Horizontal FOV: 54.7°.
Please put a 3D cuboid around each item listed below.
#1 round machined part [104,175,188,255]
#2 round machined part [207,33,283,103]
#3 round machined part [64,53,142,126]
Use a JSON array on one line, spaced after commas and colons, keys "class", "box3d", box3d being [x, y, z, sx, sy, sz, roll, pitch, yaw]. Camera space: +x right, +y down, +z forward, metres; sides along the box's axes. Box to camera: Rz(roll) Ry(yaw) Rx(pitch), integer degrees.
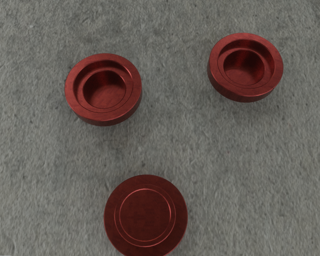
[{"class": "round machined part", "box3d": [-0.017, 0.103, 0.361, 0.099, 0.042, 0.098, 0, 70, -1]}, {"class": "round machined part", "box3d": [0.114, -0.079, 0.429, 0.099, 0.042, 0.098, 0, 70, -1]}, {"class": "round machined part", "box3d": [-0.073, -0.047, 0.416, 0.099, 0.042, 0.098, 0, 70, -1]}]
